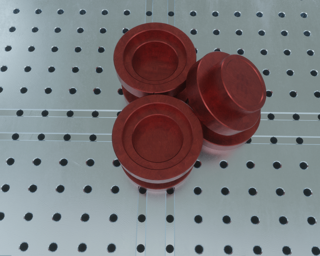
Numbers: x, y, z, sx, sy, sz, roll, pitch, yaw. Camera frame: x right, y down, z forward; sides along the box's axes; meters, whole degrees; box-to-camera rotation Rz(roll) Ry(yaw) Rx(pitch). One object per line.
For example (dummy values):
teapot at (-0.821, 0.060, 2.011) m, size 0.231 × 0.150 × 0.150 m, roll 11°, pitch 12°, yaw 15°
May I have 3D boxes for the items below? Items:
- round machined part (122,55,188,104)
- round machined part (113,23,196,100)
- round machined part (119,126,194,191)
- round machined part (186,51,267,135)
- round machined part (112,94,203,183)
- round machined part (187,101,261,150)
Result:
round machined part at (-0.004, -0.064, 0.427) m, size 0.099 × 0.042 × 0.098 m, roll 0°, pitch 70°, yaw 0°
round machined part at (-0.006, -0.078, 0.386) m, size 0.099 × 0.042 × 0.098 m, roll 0°, pitch 70°, yaw 0°
round machined part at (-0.003, 0.029, 0.393) m, size 0.099 × 0.042 × 0.098 m, roll 0°, pitch 70°, yaw 0°
round machined part at (0.081, -0.044, 0.352) m, size 0.099 × 0.042 × 0.098 m, roll 12°, pitch 66°, yaw -30°
round machined part at (-0.003, 0.014, 0.352) m, size 0.099 × 0.042 × 0.098 m, roll 0°, pitch 70°, yaw 0°
round machined part at (0.085, -0.023, 0.412) m, size 0.099 × 0.042 × 0.098 m, roll 0°, pitch 70°, yaw 0°
